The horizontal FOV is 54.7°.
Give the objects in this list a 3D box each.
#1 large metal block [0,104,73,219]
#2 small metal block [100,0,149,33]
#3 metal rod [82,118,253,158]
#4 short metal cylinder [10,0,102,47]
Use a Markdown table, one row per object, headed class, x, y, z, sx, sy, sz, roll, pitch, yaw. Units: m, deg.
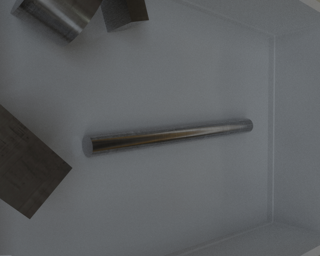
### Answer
| class | x | y | z | sx | sy | sz | roll | pitch | yaw |
| --- | --- | --- | --- | --- | --- | --- | --- | --- | --- |
| large metal block | -0.135 | 0.024 | 0.259 | 0.080 | 0.080 | 0.050 | 51 | 60 | -29 |
| small metal block | -0.043 | -0.142 | 0.355 | 0.025 | 0.050 | 0.050 | -23 | 105 | -38 |
| metal rod | 0.035 | 0.008 | 0.438 | 0.302 | 0.025 | 0.025 | -6 | 94 | -40 |
| short metal cylinder | -0.095 | -0.125 | 0.292 | 0.050 | 0.080 | 0.080 | 33 | 69 | -36 |
